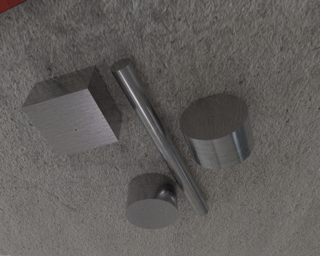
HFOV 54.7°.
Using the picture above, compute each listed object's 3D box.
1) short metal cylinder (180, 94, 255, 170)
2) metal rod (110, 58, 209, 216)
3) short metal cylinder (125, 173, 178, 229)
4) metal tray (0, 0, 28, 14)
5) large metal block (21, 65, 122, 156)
[{"bbox_3d":[0.070,0.003,0.375,0.080,0.080,0.050,-15,129,12],"label":"short metal cylinder"},{"bbox_3d":[0.013,0.034,0.436,0.025,0.025,0.299,-18,128,14],"label":"metal rod"},{"bbox_3d":[-0.012,0.116,0.489,0.081,0.050,0.079,0,130,0],"label":"short metal cylinder"},{"bbox_3d":[-0.165,-0.149,0.275,0.130,0.030,0.090,-19,128,15],"label":"metal tray"},{"bbox_3d":[-0.101,-0.019,0.374,0.080,0.050,0.080,-14,129,12],"label":"large metal block"}]
